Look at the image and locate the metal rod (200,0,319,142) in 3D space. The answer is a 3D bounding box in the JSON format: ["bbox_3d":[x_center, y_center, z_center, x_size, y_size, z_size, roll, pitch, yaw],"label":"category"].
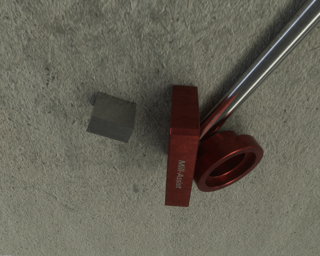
[{"bbox_3d":[0.130,-0.087,0.334,0.025,0.025,0.298,24,126,-20],"label":"metal rod"}]

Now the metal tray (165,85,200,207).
[{"bbox_3d":[0.026,0.024,0.384,0.030,0.090,0.129,4,130,1],"label":"metal tray"}]

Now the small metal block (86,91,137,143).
[{"bbox_3d":[-0.058,-0.014,0.378,0.050,0.050,0.025,17,128,-15],"label":"small metal block"}]

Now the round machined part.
[{"bbox_3d":[0.084,0.041,0.416,0.099,0.042,0.097,-20,145,-14],"label":"round machined part"}]
